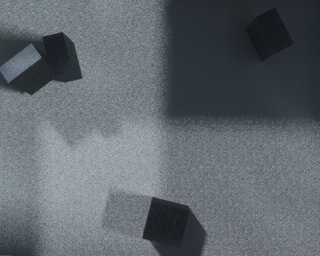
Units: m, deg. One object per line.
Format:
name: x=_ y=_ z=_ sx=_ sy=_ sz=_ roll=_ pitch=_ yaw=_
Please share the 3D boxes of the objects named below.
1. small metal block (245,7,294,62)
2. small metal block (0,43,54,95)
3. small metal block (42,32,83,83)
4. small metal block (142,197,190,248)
small metal block: x=0.140 y=-0.119 z=0.400 sx=0.025 sy=0.050 sz=0.050 roll=-28 pitch=90 yaw=0
small metal block: x=-0.164 y=-0.073 z=0.395 sx=0.050 sy=0.050 sz=0.025 roll=-37 pitch=76 yaw=0
small metal block: x=-0.124 y=-0.089 z=0.398 sx=0.025 sy=0.050 sz=0.050 roll=-14 pitch=90 yaw=0
small metal block: x=0.008 y=0.125 z=0.411 sx=0.050 sy=0.025 sz=0.050 roll=14 pitch=90 yaw=0
